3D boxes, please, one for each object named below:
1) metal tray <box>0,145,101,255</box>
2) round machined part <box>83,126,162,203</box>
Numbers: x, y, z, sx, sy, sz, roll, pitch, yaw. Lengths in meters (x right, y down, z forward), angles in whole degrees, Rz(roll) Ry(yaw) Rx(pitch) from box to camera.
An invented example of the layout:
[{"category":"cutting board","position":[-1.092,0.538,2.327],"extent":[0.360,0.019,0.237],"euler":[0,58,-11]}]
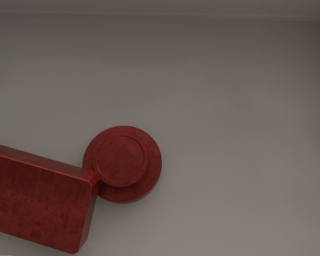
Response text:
[{"category":"metal tray","position":[-0.142,0.080,0.354],"extent":[0.131,0.030,0.089],"euler":[15,101,5]},{"category":"round machined part","position":[-0.047,0.042,0.385],"extent":[0.099,0.042,0.098],"euler":[0,70,-1]}]
